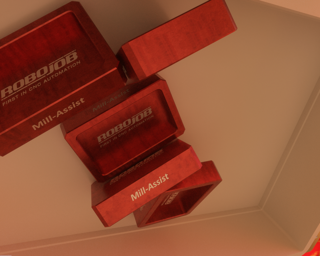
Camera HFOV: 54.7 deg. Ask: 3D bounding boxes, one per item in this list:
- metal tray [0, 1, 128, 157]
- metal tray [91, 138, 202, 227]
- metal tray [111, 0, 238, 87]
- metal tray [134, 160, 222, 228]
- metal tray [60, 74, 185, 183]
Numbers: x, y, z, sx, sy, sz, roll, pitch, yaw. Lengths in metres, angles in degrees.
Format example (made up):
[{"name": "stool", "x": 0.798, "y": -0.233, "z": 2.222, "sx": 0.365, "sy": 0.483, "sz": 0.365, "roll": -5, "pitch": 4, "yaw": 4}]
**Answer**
[{"name": "metal tray", "x": -0.107, "y": -0.046, "z": 0.273, "sx": 0.131, "sy": 0.090, "sz": 0.030, "roll": -31, "pitch": 157, "yaw": -6}, {"name": "metal tray", "x": -0.021, "y": 0.061, "z": 0.389, "sx": 0.131, "sy": 0.090, "sz": 0.030, "roll": -31, "pitch": 102, "yaw": -8}, {"name": "metal tray", "x": 0.003, "y": -0.075, "z": 0.296, "sx": 0.090, "sy": 0.130, "sz": 0.030, "roll": -30, "pitch": 101, "yaw": -9}, {"name": "metal tray", "x": 0.020, "y": 0.097, "z": 0.440, "sx": 0.091, "sy": 0.030, "sz": 0.129, "roll": -7, "pitch": 148, "yaw": -25}, {"name": "metal tray", "x": -0.041, "y": 0.000, "z": 0.382, "sx": 0.131, "sy": 0.030, "sz": 0.090, "roll": -31, "pitch": 129, "yaw": -8}]
